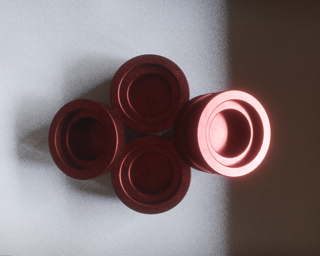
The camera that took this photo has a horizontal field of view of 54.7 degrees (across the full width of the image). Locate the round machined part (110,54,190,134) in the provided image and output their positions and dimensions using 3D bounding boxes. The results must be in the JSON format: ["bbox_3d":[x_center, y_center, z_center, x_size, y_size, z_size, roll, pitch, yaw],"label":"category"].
[{"bbox_3d":[-0.013,-0.042,0.400,0.099,0.042,0.097,0,90,0],"label":"round machined part"}]

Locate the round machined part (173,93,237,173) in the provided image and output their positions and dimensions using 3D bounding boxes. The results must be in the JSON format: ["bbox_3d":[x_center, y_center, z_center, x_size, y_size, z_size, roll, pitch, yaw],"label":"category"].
[{"bbox_3d":[0.061,0.006,0.391,0.099,0.042,0.097,0,89,-22],"label":"round machined part"}]

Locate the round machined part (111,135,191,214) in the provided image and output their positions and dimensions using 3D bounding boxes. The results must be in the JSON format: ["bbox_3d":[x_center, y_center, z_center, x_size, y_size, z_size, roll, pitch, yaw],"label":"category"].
[{"bbox_3d":[-0.011,0.057,0.400,0.099,0.042,0.097,0,90,0],"label":"round machined part"}]

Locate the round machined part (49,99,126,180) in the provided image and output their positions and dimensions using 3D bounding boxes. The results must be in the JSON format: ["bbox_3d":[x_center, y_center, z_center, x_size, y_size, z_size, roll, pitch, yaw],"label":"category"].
[{"bbox_3d":[-0.087,0.014,0.390,0.098,0.042,0.097,0,90,20],"label":"round machined part"}]

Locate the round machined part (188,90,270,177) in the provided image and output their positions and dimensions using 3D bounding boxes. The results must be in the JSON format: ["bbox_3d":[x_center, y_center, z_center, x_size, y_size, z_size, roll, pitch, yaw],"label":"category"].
[{"bbox_3d":[0.076,0.006,0.363,0.099,0.042,0.097,0,90,-22],"label":"round machined part"}]
